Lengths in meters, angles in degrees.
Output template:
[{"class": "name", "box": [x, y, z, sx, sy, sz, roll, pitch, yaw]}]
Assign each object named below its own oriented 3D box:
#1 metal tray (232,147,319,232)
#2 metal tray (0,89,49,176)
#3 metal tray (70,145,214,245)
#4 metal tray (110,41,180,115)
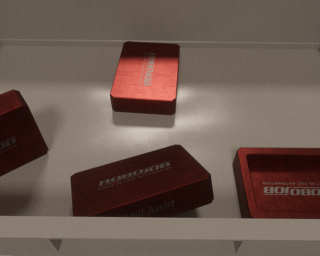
[{"class": "metal tray", "box": [0.155, 0.067, 0.347, 0.131, 0.030, 0.090, 1, 50, 0]}, {"class": "metal tray", "box": [-0.201, 0.022, 0.341, 0.131, 0.089, 0.030, -28, 56, -22]}, {"class": "metal tray", "box": [-0.022, 0.062, 0.322, 0.131, 0.030, 0.090, -15, 21, -13]}, {"class": "metal tray", "box": [-0.018, -0.079, 0.468, 0.091, 0.030, 0.130, 4, 50, 3]}]
